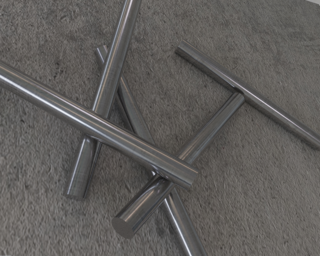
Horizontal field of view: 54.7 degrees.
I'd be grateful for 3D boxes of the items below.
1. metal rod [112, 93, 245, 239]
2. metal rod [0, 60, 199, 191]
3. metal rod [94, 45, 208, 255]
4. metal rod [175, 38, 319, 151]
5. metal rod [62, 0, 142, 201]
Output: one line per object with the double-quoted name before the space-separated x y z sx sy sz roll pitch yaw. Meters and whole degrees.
"metal rod" 0.045 0.023 0.390 0.025 0.025 0.302 46 44 3
"metal rod" -0.098 -0.019 0.325 0.301 0.025 0.025 29 51 4
"metal rod" -0.017 0.023 0.380 0.025 0.025 0.299 -13 69 -34
"metal rod" 0.156 -0.052 0.518 0.301 0.025 0.025 33 51 -6
"metal rod" -0.061 -0.061 0.380 0.025 0.025 0.299 19 63 -17
